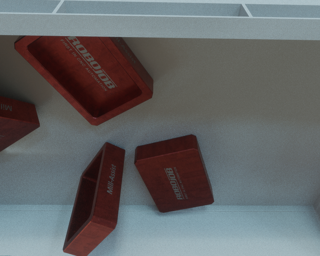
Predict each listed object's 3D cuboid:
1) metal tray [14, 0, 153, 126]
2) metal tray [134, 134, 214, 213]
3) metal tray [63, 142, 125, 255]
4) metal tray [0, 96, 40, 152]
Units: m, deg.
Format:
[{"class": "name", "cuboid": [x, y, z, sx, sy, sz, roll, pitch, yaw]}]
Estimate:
[{"class": "metal tray", "cuboid": [-0.078, -0.069, 0.345, 0.090, 0.030, 0.130, -26, 126, 19]}, {"class": "metal tray", "cuboid": [0.025, 0.074, 0.469, 0.090, 0.030, 0.129, -13, 129, 10]}, {"class": "metal tray", "cuboid": [-0.086, 0.093, 0.418, 0.030, 0.130, 0.090, 27, 125, -21]}, {"class": "metal tray", "cuboid": [-0.218, -0.005, 0.350, 0.090, 0.030, 0.130, -28, 161, 20]}]
